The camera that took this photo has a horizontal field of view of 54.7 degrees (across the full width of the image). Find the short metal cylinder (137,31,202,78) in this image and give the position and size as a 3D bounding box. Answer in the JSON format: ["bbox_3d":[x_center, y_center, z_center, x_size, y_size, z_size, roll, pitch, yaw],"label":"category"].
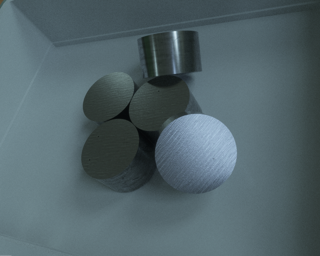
[{"bbox_3d":[0.013,-0.095,0.409,0.080,0.080,0.050,-3,99,26],"label":"short metal cylinder"}]

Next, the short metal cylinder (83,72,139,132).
[{"bbox_3d":[-0.060,-0.031,0.436,0.080,0.050,0.080,-13,56,20],"label":"short metal cylinder"}]

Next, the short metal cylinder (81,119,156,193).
[{"bbox_3d":[-0.050,0.035,0.390,0.080,0.050,0.080,-13,56,20],"label":"short metal cylinder"}]

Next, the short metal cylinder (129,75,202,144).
[{"bbox_3d":[0.008,-0.020,0.394,0.080,0.050,0.080,-13,56,20],"label":"short metal cylinder"}]

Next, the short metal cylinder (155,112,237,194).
[{"bbox_3d":[0.035,0.023,0.328,0.081,0.050,0.079,0,96,-1],"label":"short metal cylinder"}]
